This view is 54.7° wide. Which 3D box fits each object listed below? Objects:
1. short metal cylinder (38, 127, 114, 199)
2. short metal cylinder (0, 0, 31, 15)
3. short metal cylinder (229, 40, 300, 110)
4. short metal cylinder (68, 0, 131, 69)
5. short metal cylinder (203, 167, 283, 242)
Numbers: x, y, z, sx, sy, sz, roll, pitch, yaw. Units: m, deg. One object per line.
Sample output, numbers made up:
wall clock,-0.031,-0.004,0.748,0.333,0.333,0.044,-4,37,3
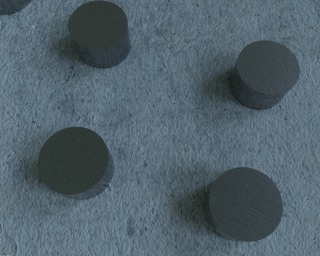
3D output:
short metal cylinder,-0.099,0.044,0.378,0.081,0.050,0.080,0,70,0
short metal cylinder,-0.245,-0.222,0.474,0.081,0.050,0.080,0,70,0
short metal cylinder,0.139,-0.071,0.421,0.081,0.050,0.080,0,70,0
short metal cylinder,-0.084,-0.133,0.443,0.081,0.050,0.080,0,70,0
short metal cylinder,0.094,0.090,0.362,0.081,0.050,0.080,0,70,0
